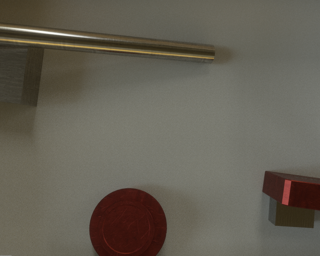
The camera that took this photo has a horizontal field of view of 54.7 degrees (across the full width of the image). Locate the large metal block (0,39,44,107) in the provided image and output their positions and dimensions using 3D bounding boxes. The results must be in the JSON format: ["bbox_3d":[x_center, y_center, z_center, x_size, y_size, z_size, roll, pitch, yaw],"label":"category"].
[{"bbox_3d":[-0.202,-0.073,0.396,0.081,0.050,0.080,7,90,-1],"label":"large metal block"}]

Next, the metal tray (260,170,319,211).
[{"bbox_3d":[0.207,0.082,0.394,0.131,0.090,0.030,8,90,1],"label":"metal tray"}]

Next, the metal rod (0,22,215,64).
[{"bbox_3d":[-0.078,-0.104,0.378,0.302,0.025,0.025,2,90,-14],"label":"metal rod"}]

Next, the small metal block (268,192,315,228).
[{"bbox_3d":[0.176,0.104,0.414,0.050,0.025,0.050,4,90,-1],"label":"small metal block"}]

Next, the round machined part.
[{"bbox_3d":[-0.040,0.126,0.392,0.099,0.042,0.098,0,77,0],"label":"round machined part"}]
